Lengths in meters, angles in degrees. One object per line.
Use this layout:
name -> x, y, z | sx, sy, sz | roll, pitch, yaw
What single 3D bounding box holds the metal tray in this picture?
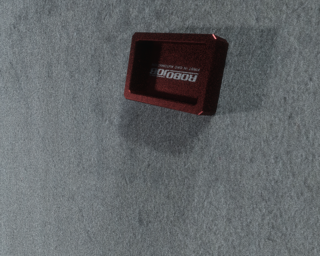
metal tray -> 0.015, -0.071, 0.390 | 0.130, 0.030, 0.089 | 16, 100, 39
